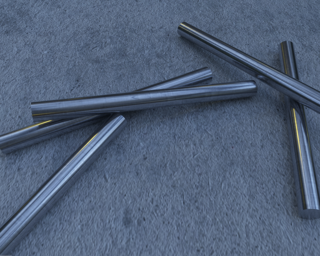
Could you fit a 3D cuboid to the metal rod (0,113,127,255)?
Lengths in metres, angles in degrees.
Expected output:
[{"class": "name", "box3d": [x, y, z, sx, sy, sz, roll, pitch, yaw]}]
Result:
[{"class": "metal rod", "box3d": [-0.134, 0.086, 0.329, 0.025, 0.025, 0.301, 26, 54, 20]}]

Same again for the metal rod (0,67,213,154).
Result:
[{"class": "metal rod", "box3d": [-0.062, -0.030, 0.427, 0.302, 0.025, 0.025, -21, 53, -17]}]

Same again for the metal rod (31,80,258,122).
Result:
[{"class": "metal rod", "box3d": [-0.009, -0.039, 0.414, 0.302, 0.025, 0.025, -8, 50, -15]}]

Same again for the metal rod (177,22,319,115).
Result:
[{"class": "metal rod", "box3d": [0.131, -0.097, 0.464, 0.025, 0.025, 0.300, -30, 50, -23]}]

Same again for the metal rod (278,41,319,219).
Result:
[{"class": "metal rod", "box3d": [0.185, -0.022, 0.422, 0.025, 0.025, 0.300, 8, 50, 6]}]
